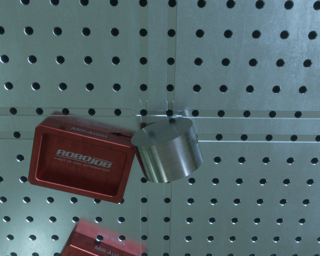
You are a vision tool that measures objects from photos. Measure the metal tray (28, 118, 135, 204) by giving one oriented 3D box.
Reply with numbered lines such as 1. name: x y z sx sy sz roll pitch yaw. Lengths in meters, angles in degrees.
1. metal tray: -0.106 0.046 0.426 0.131 0.030 0.089 14 109 -6

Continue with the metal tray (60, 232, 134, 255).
1. metal tray: -0.100 0.230 0.494 0.131 0.030 0.089 26 108 -10

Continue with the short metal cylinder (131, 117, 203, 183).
1. short metal cylinder: 0.009 0.026 0.394 0.080 0.080 0.050 -16 109 6
